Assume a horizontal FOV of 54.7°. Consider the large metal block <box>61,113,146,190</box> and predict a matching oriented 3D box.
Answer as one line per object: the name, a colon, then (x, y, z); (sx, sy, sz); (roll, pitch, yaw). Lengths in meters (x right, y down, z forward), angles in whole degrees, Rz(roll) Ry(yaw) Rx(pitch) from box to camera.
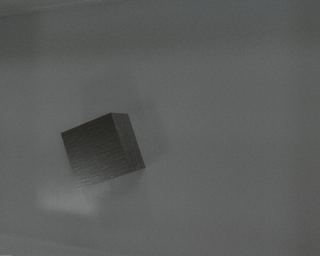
large metal block: (-0.077, 0.031, 0.423); (0.080, 0.050, 0.080); (-21, 83, 18)
